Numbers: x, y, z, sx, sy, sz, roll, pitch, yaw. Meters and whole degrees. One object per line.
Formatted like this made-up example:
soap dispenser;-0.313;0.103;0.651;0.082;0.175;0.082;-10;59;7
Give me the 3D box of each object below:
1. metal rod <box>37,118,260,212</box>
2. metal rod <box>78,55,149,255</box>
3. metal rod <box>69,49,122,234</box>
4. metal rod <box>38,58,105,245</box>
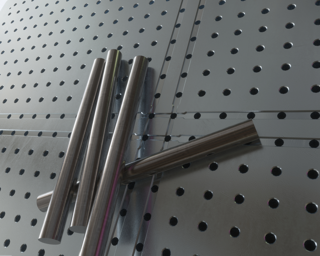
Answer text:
metal rod;-0.027;0.053;0.390;0.300;0.025;0.025;-21;54;15
metal rod;-0.050;0.014;0.400;0.025;0.025;0.300;-9;49;23
metal rod;-0.082;-0.006;0.434;0.025;0.025;0.300;-14;49;20
metal rod;-0.113;0.009;0.441;0.025;0.025;0.300;-12;50;22
